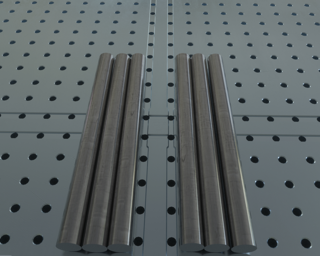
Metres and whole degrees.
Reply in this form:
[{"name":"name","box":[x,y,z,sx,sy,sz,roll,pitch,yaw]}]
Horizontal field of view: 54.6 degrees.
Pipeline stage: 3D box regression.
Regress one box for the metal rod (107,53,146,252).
[{"name":"metal rod","box":[-0.037,0.004,0.403,0.025,0.025,0.300,1,50,1]}]

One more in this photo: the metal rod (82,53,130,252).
[{"name":"metal rod","box":[-0.062,0.004,0.403,0.025,0.025,0.300,1,50,1]}]

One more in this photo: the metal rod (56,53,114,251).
[{"name":"metal rod","box":[-0.088,0.004,0.404,0.025,0.025,0.300,1,50,1]}]

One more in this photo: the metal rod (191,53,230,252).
[{"name":"metal rod","box":[0.059,0.004,0.404,0.025,0.025,0.300,1,50,1]}]

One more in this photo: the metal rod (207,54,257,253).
[{"name":"metal rod","box":[0.086,0.005,0.403,0.025,0.025,0.300,1,50,1]}]

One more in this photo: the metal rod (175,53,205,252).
[{"name":"metal rod","box":[0.034,0.004,0.404,0.025,0.025,0.300,1,50,1]}]
